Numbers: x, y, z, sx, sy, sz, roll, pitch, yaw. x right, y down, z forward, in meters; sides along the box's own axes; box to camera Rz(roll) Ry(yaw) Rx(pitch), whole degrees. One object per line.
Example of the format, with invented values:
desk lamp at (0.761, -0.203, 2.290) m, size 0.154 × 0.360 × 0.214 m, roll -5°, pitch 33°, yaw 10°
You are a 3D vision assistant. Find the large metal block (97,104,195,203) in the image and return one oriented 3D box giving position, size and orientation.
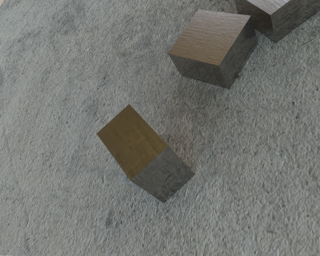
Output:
large metal block at (-0.015, 0.031, 0.358) m, size 0.050 × 0.080 × 0.080 m, roll -43°, pitch 51°, yaw -1°

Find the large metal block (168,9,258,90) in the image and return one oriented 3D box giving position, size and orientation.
large metal block at (0.072, -0.107, 0.416) m, size 0.080 × 0.050 × 0.080 m, roll 24°, pitch 74°, yaw 36°

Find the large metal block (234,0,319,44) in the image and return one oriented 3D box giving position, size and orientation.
large metal block at (0.157, -0.173, 0.411) m, size 0.080 × 0.050 × 0.080 m, roll -37°, pitch 51°, yaw 3°
